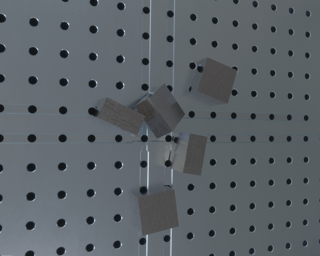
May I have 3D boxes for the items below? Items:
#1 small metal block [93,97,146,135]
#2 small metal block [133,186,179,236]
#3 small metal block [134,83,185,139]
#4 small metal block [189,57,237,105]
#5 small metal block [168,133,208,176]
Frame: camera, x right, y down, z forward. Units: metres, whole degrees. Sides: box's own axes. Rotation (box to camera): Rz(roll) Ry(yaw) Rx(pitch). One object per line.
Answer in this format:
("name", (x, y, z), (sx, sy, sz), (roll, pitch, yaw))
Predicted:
("small metal block", (-0.051, -0.014, 0.380), (0.050, 0.050, 0.025), (26, 84, -18))
("small metal block", (-0.006, 0.108, 0.410), (0.050, 0.025, 0.050), (-8, 93, -20))
("small metal block", (0.001, -0.023, 0.399), (0.050, 0.025, 0.050), (55, 35, -12))
("small metal block", (0.076, -0.065, 0.440), (0.050, 0.025, 0.050), (19, 84, -19))
("small metal block", (0.036, 0.033, 0.412), (0.025, 0.050, 0.050), (12, 86, -20))
